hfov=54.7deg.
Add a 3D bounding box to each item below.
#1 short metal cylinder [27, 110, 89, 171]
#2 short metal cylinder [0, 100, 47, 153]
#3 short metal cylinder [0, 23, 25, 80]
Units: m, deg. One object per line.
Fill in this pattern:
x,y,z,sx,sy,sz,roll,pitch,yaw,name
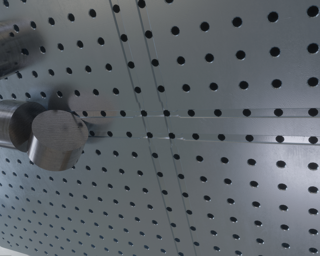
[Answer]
-0.155,0.018,0.469,0.080,0.080,0.050,35,129,4,short metal cylinder
-0.222,-0.004,0.491,0.050,0.080,0.079,7,121,25,short metal cylinder
-0.250,-0.111,0.459,0.080,0.050,0.079,13,124,21,short metal cylinder
